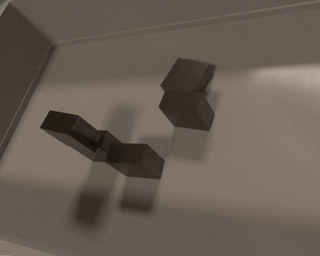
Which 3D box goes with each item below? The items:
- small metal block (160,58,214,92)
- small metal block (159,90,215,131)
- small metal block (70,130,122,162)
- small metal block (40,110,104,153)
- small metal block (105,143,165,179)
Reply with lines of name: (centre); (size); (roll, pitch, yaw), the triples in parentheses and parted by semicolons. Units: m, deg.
small metal block: (0.037, -0.065, 0.425); (0.050, 0.025, 0.050); (22, 73, 35)
small metal block: (0.034, -0.021, 0.384); (0.050, 0.050, 0.025); (8, 66, 31)
small metal block: (-0.081, 0.025, 0.415); (0.050, 0.050, 0.025); (1, 62, 28)
small metal block: (-0.106, 0.005, 0.377); (0.050, 0.050, 0.025); (10, 67, 32)
small metal block: (-0.029, 0.041, 0.379); (0.050, 0.050, 0.025); (0, 62, 28)
